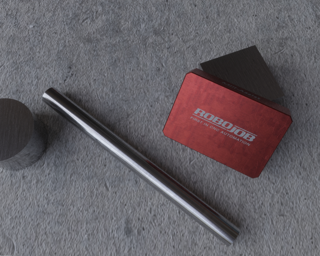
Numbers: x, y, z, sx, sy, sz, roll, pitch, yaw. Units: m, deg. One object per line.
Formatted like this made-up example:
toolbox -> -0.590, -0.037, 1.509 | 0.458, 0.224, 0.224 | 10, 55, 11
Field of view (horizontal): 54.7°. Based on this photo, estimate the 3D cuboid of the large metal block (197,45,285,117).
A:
large metal block -> 0.103, -0.053, 0.416 | 0.080, 0.050, 0.080 | -20, 71, -8

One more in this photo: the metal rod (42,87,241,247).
metal rod -> -0.032, 0.041, 0.392 | 0.300, 0.025, 0.025 | 36, 74, 12

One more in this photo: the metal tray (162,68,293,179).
metal tray -> 0.079, -0.006, 0.380 | 0.130, 0.030, 0.089 | 26, 115, 8

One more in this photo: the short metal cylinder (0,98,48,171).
short metal cylinder -> -0.190, 0.009, 0.389 | 0.081, 0.050, 0.080 | 0, 70, 0
